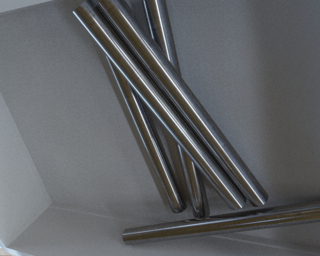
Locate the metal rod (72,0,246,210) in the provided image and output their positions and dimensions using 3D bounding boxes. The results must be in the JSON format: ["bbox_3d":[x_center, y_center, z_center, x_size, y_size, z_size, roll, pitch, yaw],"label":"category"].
[{"bbox_3d":[0.011,-0.013,0.358,0.025,0.025,0.300,-25,113,36],"label":"metal rod"}]

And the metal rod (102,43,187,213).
[{"bbox_3d":[-0.023,-0.010,0.413,0.025,0.025,0.299,-9,114,31],"label":"metal rod"}]

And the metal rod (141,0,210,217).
[{"bbox_3d":[0.027,-0.006,0.389,0.025,0.025,0.298,0,119,28],"label":"metal rod"}]

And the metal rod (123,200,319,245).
[{"bbox_3d":[0.079,0.131,0.421,0.300,0.025,0.025,-17,110,25],"label":"metal rod"}]

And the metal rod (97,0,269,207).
[{"bbox_3d":[0.038,-0.019,0.352,0.025,0.025,0.300,-25,112,36],"label":"metal rod"}]
